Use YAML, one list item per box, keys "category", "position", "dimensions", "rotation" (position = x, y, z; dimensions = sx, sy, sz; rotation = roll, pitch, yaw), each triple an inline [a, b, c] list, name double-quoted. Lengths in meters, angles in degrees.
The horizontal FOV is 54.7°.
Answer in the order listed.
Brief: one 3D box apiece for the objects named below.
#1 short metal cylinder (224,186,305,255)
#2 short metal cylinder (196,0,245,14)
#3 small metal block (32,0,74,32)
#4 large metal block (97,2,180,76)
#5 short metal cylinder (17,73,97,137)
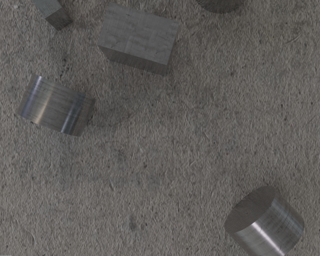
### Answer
- category: "short metal cylinder"
  position: [0.128, 0.118, 0.384]
  dimensions: [0.080, 0.080, 0.050]
  rotation: [-43, 90, 0]
- category: "short metal cylinder"
  position: [0.083, -0.196, 0.398]
  dimensions: [0.081, 0.050, 0.080]
  rotation: [0, 90, 0]
- category: "small metal block"
  position: [-0.142, -0.159, 0.396]
  dimensions: [0.025, 0.050, 0.050]
  rotation: [-34, 90, 0]
- category: "large metal block"
  position: [-0.024, -0.105, 0.382]
  dimensions: [0.080, 0.080, 0.050]
  rotation: [16, 90, 0]
- category: "short metal cylinder"
  position: [-0.126, -0.028, 0.381]
  dimensions: [0.080, 0.080, 0.050]
  rotation: [23, 90, 0]
